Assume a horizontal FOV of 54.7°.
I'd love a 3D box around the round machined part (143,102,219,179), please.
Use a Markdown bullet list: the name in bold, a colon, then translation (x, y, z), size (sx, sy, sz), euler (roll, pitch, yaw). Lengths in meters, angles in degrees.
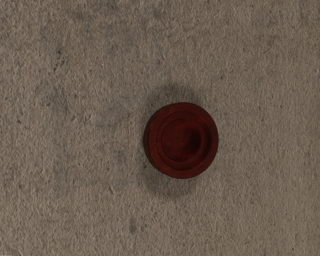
- **round machined part**: translation (0.024, 0.016, 0.410), size (0.099, 0.042, 0.097), euler (0, 90, -21)
